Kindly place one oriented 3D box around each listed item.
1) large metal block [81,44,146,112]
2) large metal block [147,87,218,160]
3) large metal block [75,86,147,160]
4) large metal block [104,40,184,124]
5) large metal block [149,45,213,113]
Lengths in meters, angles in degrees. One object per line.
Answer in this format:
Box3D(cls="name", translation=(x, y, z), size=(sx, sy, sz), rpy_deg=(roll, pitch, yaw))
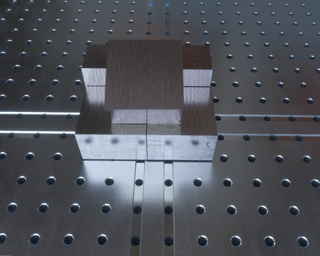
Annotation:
Box3D(cls="large metal block", translation=(-0.056, -0.067, 0.426), size=(0.081, 0.080, 0.050), rpy_deg=(1, 50, 0))
Box3D(cls="large metal block", translation=(0.026, -0.006, 0.394), size=(0.081, 0.050, 0.080), rpy_deg=(1, 50, 0))
Box3D(cls="large metal block", translation=(-0.056, -0.007, 0.394), size=(0.081, 0.050, 0.080), rpy_deg=(1, 50, 0))
Box3D(cls="large metal block", translation=(-0.016, -0.050, 0.347), size=(0.081, 0.050, 0.080), rpy_deg=(0, 74, -1))
Box3D(cls="large metal block", translation=(0.025, -0.066, 0.426), size=(0.081, 0.080, 0.050), rpy_deg=(1, 50, 0))
